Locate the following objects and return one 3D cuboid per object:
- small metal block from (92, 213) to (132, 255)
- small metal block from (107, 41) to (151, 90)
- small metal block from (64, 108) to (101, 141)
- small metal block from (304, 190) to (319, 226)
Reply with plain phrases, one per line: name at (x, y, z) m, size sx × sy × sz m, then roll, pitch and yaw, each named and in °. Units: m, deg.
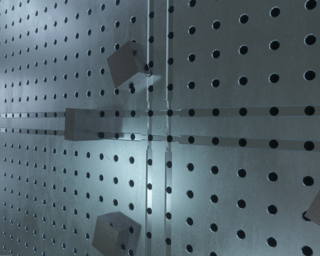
small metal block at (-0.074, 0.165, 0.472) m, size 0.050 × 0.025 × 0.050 m, roll 20°, pitch 103°, yaw 38°
small metal block at (-0.046, -0.089, 0.449) m, size 0.050 × 0.025 × 0.050 m, roll -28°, pitch 72°, yaw 36°
small metal block at (-0.123, -0.006, 0.496) m, size 0.025 × 0.050 × 0.050 m, roll 6°, pitch 94°, yaw 40°
small metal block at (0.166, 0.070, 0.272) m, size 0.050 × 0.025 × 0.050 m, roll 33°, pitch 111°, yaw 35°
